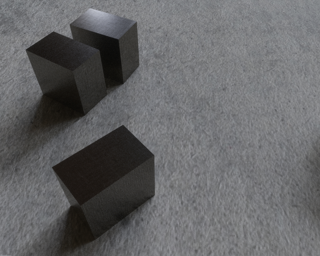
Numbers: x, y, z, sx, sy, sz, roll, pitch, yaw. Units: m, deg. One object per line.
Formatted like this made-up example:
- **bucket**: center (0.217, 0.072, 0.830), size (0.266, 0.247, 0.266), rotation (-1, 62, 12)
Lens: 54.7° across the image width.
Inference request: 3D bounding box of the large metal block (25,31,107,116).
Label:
- **large metal block**: center (-0.126, -0.075, 0.429), size (0.080, 0.080, 0.050), rotation (26, 55, 19)

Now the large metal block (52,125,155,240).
- **large metal block**: center (-0.052, 0.056, 0.320), size (0.080, 0.080, 0.050), rotation (-33, 58, -25)

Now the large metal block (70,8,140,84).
- **large metal block**: center (-0.081, -0.124, 0.471), size (0.080, 0.080, 0.050), rotation (21, 53, 16)
